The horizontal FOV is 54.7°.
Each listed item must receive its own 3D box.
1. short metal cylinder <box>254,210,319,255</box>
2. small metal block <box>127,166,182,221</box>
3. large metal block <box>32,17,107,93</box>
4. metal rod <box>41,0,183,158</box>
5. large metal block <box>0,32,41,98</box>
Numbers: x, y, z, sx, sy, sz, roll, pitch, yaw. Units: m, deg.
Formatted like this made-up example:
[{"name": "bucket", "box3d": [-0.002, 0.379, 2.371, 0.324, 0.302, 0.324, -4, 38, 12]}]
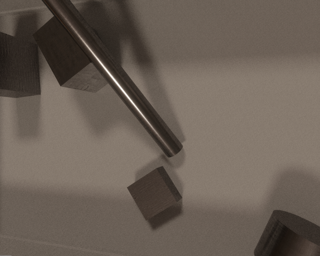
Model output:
[{"name": "short metal cylinder", "box3d": [0.149, 0.131, 0.329, 0.080, 0.080, 0.050, 25, 98, 18]}, {"name": "small metal block", "box3d": [-0.007, 0.086, 0.412, 0.050, 0.025, 0.050, -35, 79, 16]}, {"name": "large metal block", "box3d": [-0.109, -0.098, 0.418, 0.050, 0.080, 0.080, -34, 79, 17]}, {"name": "metal rod", "box3d": [-0.070, -0.084, 0.367, 0.025, 0.025, 0.300, -34, 105, 17]}, {"name": "large metal block", "box3d": [-0.228, -0.090, 0.460, 0.050, 0.080, 0.080, -5, 89, 20]}]
